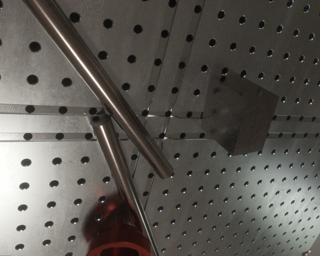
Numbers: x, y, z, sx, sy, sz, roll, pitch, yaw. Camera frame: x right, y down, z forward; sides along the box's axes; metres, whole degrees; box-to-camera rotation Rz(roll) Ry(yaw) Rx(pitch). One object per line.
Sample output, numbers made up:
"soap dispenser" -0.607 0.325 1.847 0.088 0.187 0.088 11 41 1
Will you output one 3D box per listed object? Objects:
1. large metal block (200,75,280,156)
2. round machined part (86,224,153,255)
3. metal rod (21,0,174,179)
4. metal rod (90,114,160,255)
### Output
"large metal block" 0.104 -0.020 0.422 0.050 0.080 0.079 -8 122 -25
"round machined part" -0.060 0.182 0.468 0.099 0.042 0.097 -2 126 -3
"metal rod" -0.055 -0.032 0.362 0.025 0.025 0.299 -37 130 -4
"metal rod" -0.042 0.107 0.456 0.025 0.025 0.298 -24 128 -14
